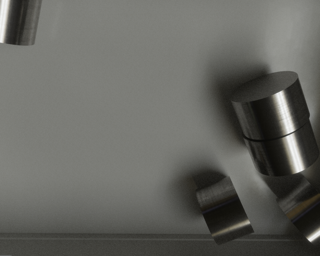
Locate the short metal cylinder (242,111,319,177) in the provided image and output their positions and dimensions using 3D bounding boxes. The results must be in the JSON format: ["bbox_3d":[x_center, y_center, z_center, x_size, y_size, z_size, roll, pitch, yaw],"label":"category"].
[{"bbox_3d":[0.151,0.017,0.390,0.080,0.080,0.050,-23,109,8],"label":"short metal cylinder"}]

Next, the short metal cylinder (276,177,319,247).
[{"bbox_3d":[0.208,0.114,0.427,0.080,0.080,0.050,42,105,-14],"label":"short metal cylinder"}]

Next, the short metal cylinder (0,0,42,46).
[{"bbox_3d":[-0.174,-0.126,0.333,0.080,0.080,0.050,16,109,-7],"label":"short metal cylinder"}]

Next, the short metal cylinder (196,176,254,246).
[{"bbox_3d":[0.088,0.112,0.425,0.050,0.080,0.080,-24,109,8],"label":"short metal cylinder"}]

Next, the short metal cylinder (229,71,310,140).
[{"bbox_3d":[0.131,-0.028,0.373,0.080,0.080,0.050,-23,109,8],"label":"short metal cylinder"}]
